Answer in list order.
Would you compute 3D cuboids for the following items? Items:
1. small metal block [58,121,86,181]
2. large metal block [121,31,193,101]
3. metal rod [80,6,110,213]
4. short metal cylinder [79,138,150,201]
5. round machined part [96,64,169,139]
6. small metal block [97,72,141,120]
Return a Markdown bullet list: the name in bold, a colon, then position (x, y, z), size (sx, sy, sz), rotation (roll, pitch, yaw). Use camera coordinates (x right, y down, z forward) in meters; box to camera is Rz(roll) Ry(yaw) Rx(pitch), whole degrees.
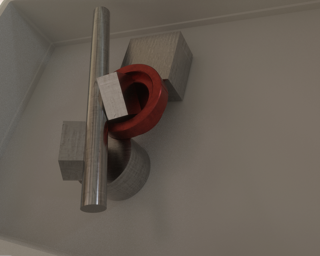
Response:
- **small metal block**: position (-0.098, 0.027, 0.354), size (0.025, 0.050, 0.050), rotation (2, 56, -10)
- **large metal block**: position (-0.006, -0.085, 0.440), size (0.080, 0.050, 0.080), rotation (0, 62, 28)
- **metal rod**: position (-0.076, -0.047, 0.381), size (0.025, 0.025, 0.299), rotation (-17, 55, 18)
- **short metal cylinder**: position (-0.059, 0.045, 0.390), size (0.080, 0.050, 0.080), rotation (-13, 56, 20)
- **round machined part**: position (-0.034, -0.029, 0.390), size (0.098, 0.042, 0.098), rotation (-13, 56, 20)
- **small metal block**: position (-0.047, -0.038, 0.373), size (0.025, 0.050, 0.050), rotation (-15, 90, 16)
